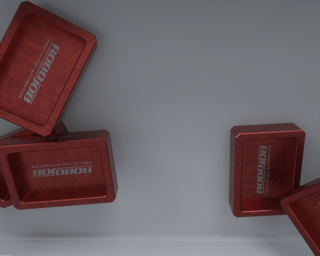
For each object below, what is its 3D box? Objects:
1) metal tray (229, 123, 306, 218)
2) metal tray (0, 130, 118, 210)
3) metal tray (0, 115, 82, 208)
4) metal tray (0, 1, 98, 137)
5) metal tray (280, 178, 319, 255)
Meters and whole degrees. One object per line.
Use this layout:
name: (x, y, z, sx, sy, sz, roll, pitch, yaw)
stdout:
metal tray: (0.146, 0.060, 0.432, 0.091, 0.030, 0.129, -3, 110, 0)
metal tray: (-0.125, 0.054, 0.394, 0.131, 0.030, 0.089, -5, 110, 1)
metal tray: (-0.180, 0.046, 0.423, 0.130, 0.030, 0.090, -22, 109, 7)
metal tray: (-0.141, -0.066, 0.359, 0.090, 0.030, 0.130, 26, 87, -10)
metal tray: (0.223, 0.124, 0.377, 0.090, 0.030, 0.130, -44, 73, 44)
